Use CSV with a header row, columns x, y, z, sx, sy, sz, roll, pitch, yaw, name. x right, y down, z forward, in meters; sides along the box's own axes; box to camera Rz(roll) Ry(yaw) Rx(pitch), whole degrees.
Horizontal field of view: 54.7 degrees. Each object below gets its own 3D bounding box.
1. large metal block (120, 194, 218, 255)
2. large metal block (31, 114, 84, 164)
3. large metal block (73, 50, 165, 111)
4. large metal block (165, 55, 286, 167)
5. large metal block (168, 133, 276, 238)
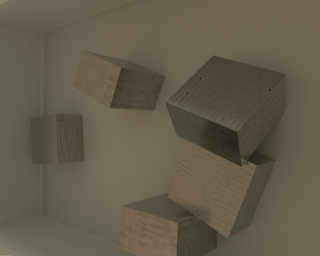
x,y,z,sx,sy,sz,roll,pitch,yaw,name
0.012,0.116,0.361,0.080,0.081,0.050,4,93,40,large metal block
-0.179,0.020,0.539,0.080,0.050,0.080,-5,87,40,large metal block
-0.055,-0.063,0.416,0.080,0.081,0.050,30,109,36,large metal block
0.066,-0.021,0.308,0.080,0.080,0.050,26,151,37,large metal block
0.065,0.056,0.337,0.080,0.050,0.079,27,107,36,large metal block
